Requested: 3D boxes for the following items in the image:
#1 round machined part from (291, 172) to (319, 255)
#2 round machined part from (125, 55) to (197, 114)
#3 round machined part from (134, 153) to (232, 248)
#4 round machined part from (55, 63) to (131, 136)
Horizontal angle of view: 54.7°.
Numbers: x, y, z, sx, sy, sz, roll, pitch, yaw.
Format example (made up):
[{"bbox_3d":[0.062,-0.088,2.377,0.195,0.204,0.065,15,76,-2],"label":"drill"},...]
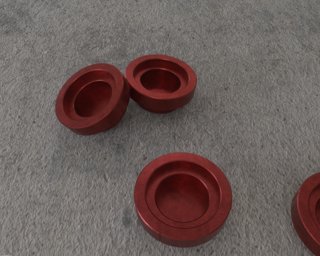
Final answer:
[{"bbox_3d":[0.183,0.096,0.313,0.099,0.042,0.098,0,50,0],"label":"round machined part"},{"bbox_3d":[0.000,-0.058,0.436,0.099,0.042,0.098,5,47,-5],"label":"round machined part"},{"bbox_3d":[0.023,0.077,0.327,0.099,0.042,0.098,0,50,0],"label":"round machined part"},{"bbox_3d":[-0.082,-0.033,0.405,0.098,0.042,0.098,-11,58,18],"label":"round machined part"}]
